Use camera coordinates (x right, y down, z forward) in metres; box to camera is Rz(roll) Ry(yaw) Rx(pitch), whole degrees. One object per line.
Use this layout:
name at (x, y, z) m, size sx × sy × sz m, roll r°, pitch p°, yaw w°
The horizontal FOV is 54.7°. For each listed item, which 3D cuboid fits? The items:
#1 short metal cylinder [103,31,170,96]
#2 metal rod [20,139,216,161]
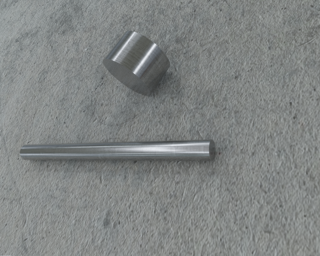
short metal cylinder at (-0.033, -0.090, 0.440) m, size 0.080 × 0.080 × 0.050 m, roll 26°, pitch 76°, yaw 36°
metal rod at (-0.075, 0.032, 0.421) m, size 0.301 × 0.025 × 0.025 m, roll -3°, pitch 61°, yaw 26°
